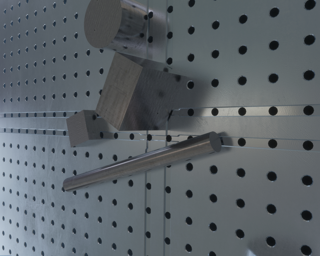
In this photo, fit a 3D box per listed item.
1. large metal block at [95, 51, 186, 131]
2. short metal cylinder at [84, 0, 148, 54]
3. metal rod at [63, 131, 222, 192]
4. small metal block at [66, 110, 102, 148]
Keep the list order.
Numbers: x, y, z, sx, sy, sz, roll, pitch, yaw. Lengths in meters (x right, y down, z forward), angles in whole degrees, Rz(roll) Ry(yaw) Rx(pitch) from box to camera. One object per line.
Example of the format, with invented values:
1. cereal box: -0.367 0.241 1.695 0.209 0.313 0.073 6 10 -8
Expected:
1. large metal block: -0.024 -0.044 0.394 0.050 0.081 0.079 35 112 34
2. short metal cylinder: -0.064 -0.150 0.446 0.080 0.050 0.079 0 90 40
3. metal rod: -0.047 0.057 0.447 0.299 0.025 0.025 -21 77 38
4. small metal block: -0.127 0.002 0.514 0.050 0.025 0.050 -21 77 38
